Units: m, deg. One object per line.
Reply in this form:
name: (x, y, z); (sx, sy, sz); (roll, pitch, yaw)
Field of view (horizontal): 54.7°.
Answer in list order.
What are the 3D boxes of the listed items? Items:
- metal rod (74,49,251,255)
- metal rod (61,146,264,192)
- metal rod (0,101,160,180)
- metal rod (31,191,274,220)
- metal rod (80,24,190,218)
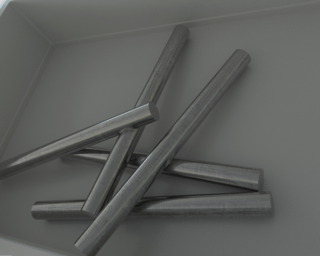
metal rod: (0.015, 0.016, 0.360); (0.025, 0.025, 0.301); (27, 68, 37)
metal rod: (-0.027, 0.043, 0.390); (0.300, 0.025, 0.025); (5, 64, 30)
metal rod: (-0.137, 0.028, 0.425); (0.300, 0.025, 0.025); (-20, 54, 22)
metal rod: (-0.028, 0.093, 0.360); (0.301, 0.025, 0.025); (-8, 58, 23)
metal rod: (-0.021, -0.027, 0.408); (0.025, 0.025, 0.300); (7, 59, 31)
